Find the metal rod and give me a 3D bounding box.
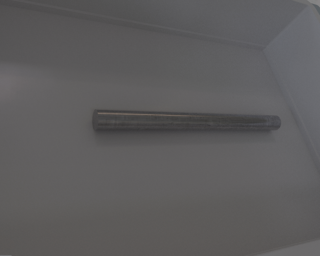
[{"bbox_3d":[0.056,-0.009,0.440,0.302,0.025,0.025,0,62,-28],"label":"metal rod"}]
